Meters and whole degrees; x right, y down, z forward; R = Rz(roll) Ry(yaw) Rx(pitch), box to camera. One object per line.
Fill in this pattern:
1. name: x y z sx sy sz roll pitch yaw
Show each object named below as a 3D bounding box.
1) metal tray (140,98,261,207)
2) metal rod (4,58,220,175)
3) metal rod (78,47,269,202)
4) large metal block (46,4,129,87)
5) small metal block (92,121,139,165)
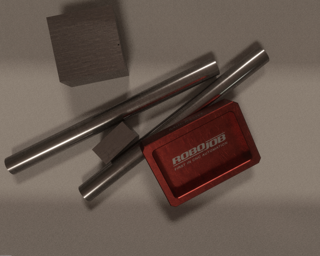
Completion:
1. metal tray: 0.052 0.031 0.395 0.131 0.030 0.090 -27 105 -4
2. metal rod: -0.062 -0.016 0.410 0.301 0.025 0.025 -26 90 -1
3. metal rod: 0.019 -0.005 0.411 0.300 0.025 0.025 -38 90 -1
4. large metal block: -0.089 -0.102 0.398 0.080 0.050 0.080 -12 90 -1
5. small metal block: -0.055 0.018 0.398 0.050 0.050 0.025 -43 90 0
